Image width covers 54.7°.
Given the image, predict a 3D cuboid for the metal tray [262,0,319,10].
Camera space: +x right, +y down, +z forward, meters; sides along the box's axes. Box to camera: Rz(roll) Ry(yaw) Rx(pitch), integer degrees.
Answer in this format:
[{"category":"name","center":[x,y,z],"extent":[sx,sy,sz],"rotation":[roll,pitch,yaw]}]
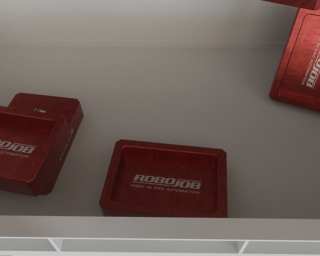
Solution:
[{"category":"metal tray","center":[0.150,-0.195,0.402],"extent":[0.130,0.030,0.090],"rotation":[22,47,22]}]

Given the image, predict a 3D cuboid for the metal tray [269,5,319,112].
[{"category":"metal tray","center":[0.210,-0.090,0.412],"extent":[0.090,0.129,0.030],"rotation":[17,30,13]}]

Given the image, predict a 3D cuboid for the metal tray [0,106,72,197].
[{"category":"metal tray","center":[-0.178,0.019,0.344],"extent":[0.131,0.030,0.090],"rotation":[9,51,7]}]

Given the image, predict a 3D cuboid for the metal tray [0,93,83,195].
[{"category":"metal tray","center":[-0.161,0.014,0.389],"extent":[0.090,0.030,0.130],"rotation":[7,50,5]}]

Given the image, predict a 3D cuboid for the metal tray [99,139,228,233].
[{"category":"metal tray","center":[0.007,0.062,0.349],"extent":[0.131,0.030,0.090],"rotation":[5,50,4]}]
